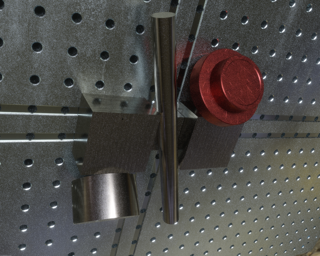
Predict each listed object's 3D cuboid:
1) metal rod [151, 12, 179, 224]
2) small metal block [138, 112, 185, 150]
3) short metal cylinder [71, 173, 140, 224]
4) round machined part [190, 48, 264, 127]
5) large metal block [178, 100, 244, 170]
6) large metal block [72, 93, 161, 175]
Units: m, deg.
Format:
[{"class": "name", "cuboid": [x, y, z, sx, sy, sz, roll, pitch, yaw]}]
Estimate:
[{"class": "metal rod", "cuboid": [0.010, 0.012, 0.390, 0.025, 0.025, 0.298, -16, 125, -19]}, {"class": "small metal block", "cuboid": [-0.001, 0.002, 0.413, 0.050, 0.025, 0.050, 1, 118, -29]}, {"class": "short metal cylinder", "cuboid": [-0.068, 0.089, 0.385, 0.081, 0.050, 0.080, -8, 163, -2]}, {"class": "round machined part", "cuboid": [0.090, -0.052, 0.385, 0.099, 0.042, 0.097, 4, 81, -28]}, {"class": "large metal block", "cuboid": [0.062, 0.010, 0.436, 0.081, 0.050, 0.079, 1, 118, -29]}, {"class": "large metal block", "cuboid": [-0.054, 0.007, 0.371, 0.081, 0.050, 0.079, 2, 118, -30]}]
